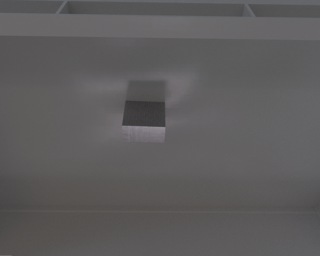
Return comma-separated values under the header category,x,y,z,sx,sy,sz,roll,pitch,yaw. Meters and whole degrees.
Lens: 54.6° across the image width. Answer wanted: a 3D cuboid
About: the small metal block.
category,x,y,z,sx,sy,sz,roll,pitch,yaw
small metal block,-0.019,-0.009,0.385,0.050,0.050,0.025,2,130,-2
